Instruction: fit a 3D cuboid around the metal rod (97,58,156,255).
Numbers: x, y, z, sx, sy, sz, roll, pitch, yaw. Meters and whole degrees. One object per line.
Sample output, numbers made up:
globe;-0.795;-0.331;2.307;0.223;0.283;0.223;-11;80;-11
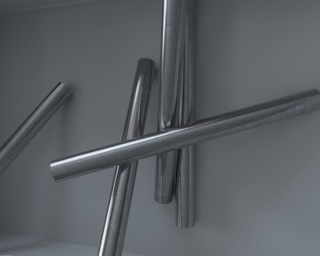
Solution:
metal rod;-0.039;0.049;0.359;0.025;0.025;0.299;0;65;19

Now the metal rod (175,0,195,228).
metal rod;0.032;-0.025;0.398;0.025;0.025;0.298;0;90;19

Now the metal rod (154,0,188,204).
metal rod;0.011;-0.041;0.346;0.025;0.025;0.298;12;117;19

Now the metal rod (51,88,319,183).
metal rod;0.031;0.007;0.344;0.302;0.025;0.025;-15;85;-2

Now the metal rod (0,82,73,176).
metal rod;-0.228;0.056;0.427;0.025;0.025;0.300;33;77;16
